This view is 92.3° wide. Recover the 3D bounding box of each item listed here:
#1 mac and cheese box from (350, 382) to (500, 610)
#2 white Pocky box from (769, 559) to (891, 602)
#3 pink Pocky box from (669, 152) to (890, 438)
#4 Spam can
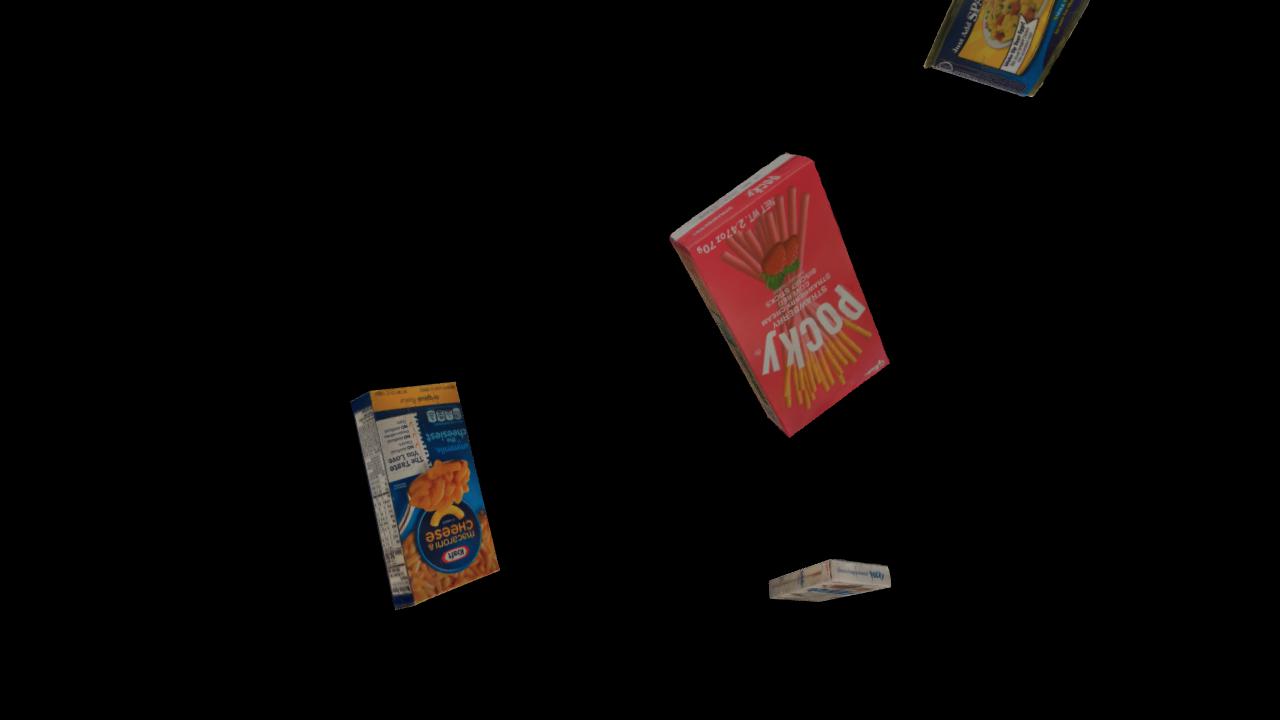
[{"bbox_3d":[-0.192,0.115,0.556,0.041,0.184,0.093,-22,-10,34],"label":"mac and cheese box"},{"bbox_3d":[0.236,0.283,0.782,0.084,0.028,0.154,10,-30,-14],"label":"white Pocky box"},{"bbox_3d":[0.088,-0.032,0.365,0.084,0.155,0.029,-35,32,-3],"label":"pink Pocky box"},{"bbox_3d":[0.277,-0.259,0.459,0.085,0.101,0.058,25,34,14],"label":"Spam can"}]
